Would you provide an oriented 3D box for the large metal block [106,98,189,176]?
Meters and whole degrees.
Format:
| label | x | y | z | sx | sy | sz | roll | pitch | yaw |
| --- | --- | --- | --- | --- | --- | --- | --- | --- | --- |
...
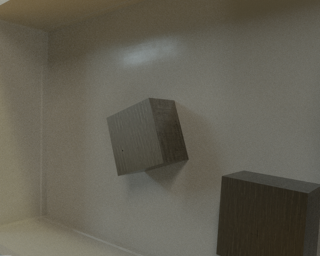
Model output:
| label | x | y | z | sx | sy | sz | roll | pitch | yaw |
| --- | --- | --- | --- | --- | --- | --- | --- | --- | --- |
| large metal block | -0.018 | 0.013 | 0.405 | 0.080 | 0.050 | 0.080 | -21 | 77 | 38 |

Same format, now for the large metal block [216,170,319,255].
| label | x | y | z | sx | sy | sz | roll | pitch | yaw |
| --- | --- | --- | --- | --- | --- | --- | --- | --- | --- |
| large metal block | 0.106 | 0.090 | 0.303 | 0.080 | 0.050 | 0.079 | 6 | 94 | 40 |
